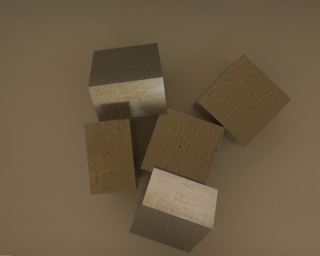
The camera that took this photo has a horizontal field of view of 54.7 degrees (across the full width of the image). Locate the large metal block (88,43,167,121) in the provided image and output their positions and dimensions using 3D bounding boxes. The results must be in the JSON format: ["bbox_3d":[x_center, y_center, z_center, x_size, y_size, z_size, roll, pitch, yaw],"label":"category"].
[{"bbox_3d":[-0.037,-0.057,0.376,0.081,0.080,0.050,-7,132,0],"label":"large metal block"}]

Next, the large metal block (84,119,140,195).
[{"bbox_3d":[-0.055,0.032,0.382,0.050,0.080,0.079,-6,90,0],"label":"large metal block"}]

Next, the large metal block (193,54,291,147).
[{"bbox_3d":[0.102,-0.034,0.399,0.080,0.050,0.080,44,90,-1],"label":"large metal block"}]

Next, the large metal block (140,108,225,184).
[{"bbox_3d":[0.028,0.024,0.399,0.080,0.050,0.080,19,90,-1],"label":"large metal block"}]

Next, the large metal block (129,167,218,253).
[{"bbox_3d":[0.015,0.102,0.376,0.080,0.079,0.050,20,48,-2],"label":"large metal block"}]
